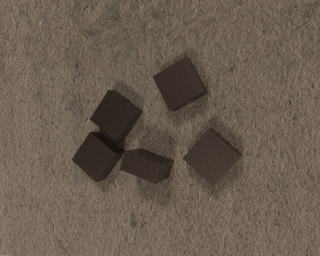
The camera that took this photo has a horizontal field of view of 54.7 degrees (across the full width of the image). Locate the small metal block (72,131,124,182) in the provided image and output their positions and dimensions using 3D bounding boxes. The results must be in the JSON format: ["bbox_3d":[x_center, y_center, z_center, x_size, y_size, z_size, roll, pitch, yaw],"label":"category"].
[{"bbox_3d":[-0.088,0.040,0.439,0.050,0.025,0.050,39,102,15],"label":"small metal block"}]

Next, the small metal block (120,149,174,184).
[{"bbox_3d":[-0.016,0.048,0.400,0.050,0.050,0.025,19,97,18],"label":"small metal block"}]

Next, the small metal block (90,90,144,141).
[{"bbox_3d":[-0.060,-0.017,0.429,0.050,0.025,0.050,38,102,15],"label":"small metal block"}]

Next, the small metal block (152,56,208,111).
[{"bbox_3d":[0.026,-0.056,0.399,0.050,0.025,0.050,-29,81,17],"label":"small metal block"}]

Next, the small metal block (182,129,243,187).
[{"bbox_3d":[0.065,0.036,0.385,0.050,0.025,0.050,43,103,14],"label":"small metal block"}]
